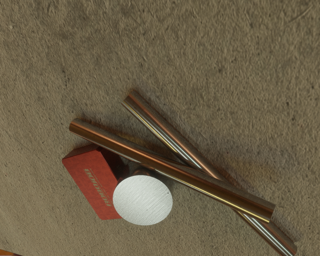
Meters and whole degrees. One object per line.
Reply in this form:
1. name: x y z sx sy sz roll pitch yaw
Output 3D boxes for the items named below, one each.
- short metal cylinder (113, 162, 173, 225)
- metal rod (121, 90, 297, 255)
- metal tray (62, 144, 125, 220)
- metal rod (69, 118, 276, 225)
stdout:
1. short metal cylinder: -0.022 0.089 0.438 0.080 0.050 0.079 1 111 3
2. metal rod: 0.067 0.064 0.410 0.300 0.025 0.025 44 129 -3
3. metal tray: -0.090 0.088 0.504 0.090 0.030 0.130 -17 110 34
4. metal rod: -0.001 0.047 0.409 0.301 0.025 0.025 22 127 24
